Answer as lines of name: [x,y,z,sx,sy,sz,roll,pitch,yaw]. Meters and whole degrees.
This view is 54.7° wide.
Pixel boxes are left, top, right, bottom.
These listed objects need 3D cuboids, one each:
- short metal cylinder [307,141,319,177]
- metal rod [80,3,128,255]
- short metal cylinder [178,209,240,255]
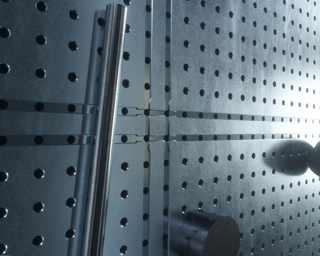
short metal cylinder: [0.379,0.070,0.691,0.050,0.080,0.080,-40,115,-33]
metal rod: [-0.064,0.007,0.354,0.025,0.025,0.298,9,85,-40]
short metal cylinder: [0.073,0.164,0.454,0.081,0.050,0.080,0,90,-40]
